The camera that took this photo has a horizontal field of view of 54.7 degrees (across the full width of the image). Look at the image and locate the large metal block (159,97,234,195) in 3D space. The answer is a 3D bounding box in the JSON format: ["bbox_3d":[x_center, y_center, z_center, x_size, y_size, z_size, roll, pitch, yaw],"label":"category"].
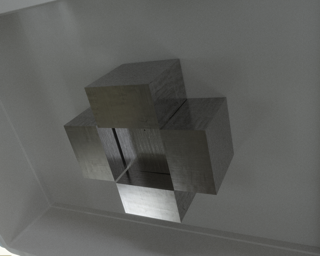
[{"bbox_3d":[0.047,0.018,0.358,0.050,0.080,0.080,1,119,28],"label":"large metal block"}]

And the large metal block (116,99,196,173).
[{"bbox_3d":[-0.005,0.010,0.398,0.080,0.050,0.080,1,119,28],"label":"large metal block"}]

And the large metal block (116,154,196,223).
[{"bbox_3d":[0.002,0.074,0.416,0.080,0.080,0.050,2,119,27],"label":"large metal block"}]

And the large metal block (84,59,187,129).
[{"bbox_3d":[-0.024,-0.040,0.359,0.080,0.080,0.050,1,119,28],"label":"large metal block"}]

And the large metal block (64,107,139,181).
[{"bbox_3d":[-0.071,0.013,0.418,0.050,0.080,0.080,1,119,28],"label":"large metal block"}]
